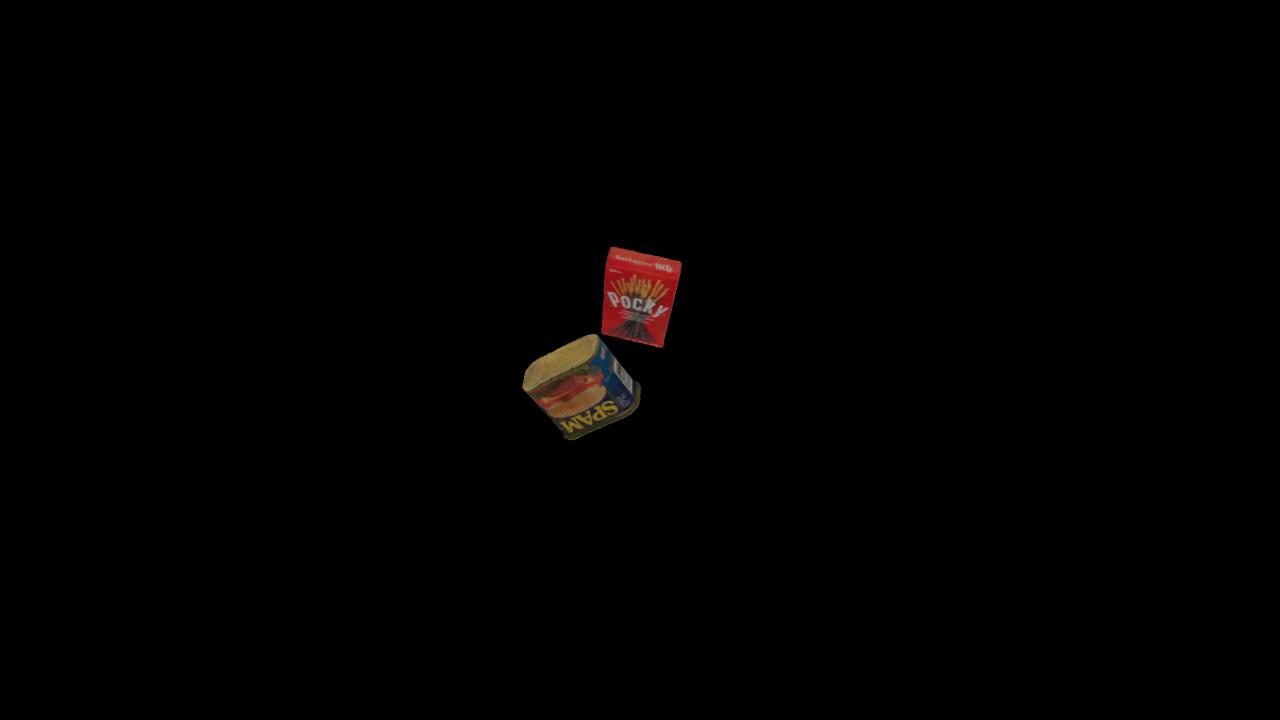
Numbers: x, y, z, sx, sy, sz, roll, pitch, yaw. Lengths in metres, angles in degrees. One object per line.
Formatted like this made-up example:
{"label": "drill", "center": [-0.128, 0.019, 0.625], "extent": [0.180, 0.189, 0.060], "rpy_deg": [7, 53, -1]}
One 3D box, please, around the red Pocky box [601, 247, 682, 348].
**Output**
{"label": "red Pocky box", "center": [-0.002, -0.069, 0.725], "extent": [0.083, 0.028, 0.155], "rpy_deg": [13, -28, 2]}

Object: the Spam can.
{"label": "Spam can", "center": [-0.064, 0.029, 0.671], "extent": [0.101, 0.085, 0.058], "rpy_deg": [-25, 32, 18]}
